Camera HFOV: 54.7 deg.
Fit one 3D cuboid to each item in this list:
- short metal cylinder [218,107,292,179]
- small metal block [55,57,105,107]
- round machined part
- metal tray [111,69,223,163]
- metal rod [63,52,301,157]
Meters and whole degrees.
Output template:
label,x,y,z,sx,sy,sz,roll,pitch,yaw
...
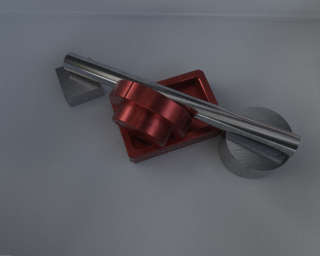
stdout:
label,x,y,z,sx,sy,sz,roll,pitch,yaw
short metal cylinder,0.118,0.020,0.389,0.081,0.050,0.080,0,70,0
small metal block,-0.111,-0.064,0.430,0.050,0.025,0.050,-21,72,-8
round machined part,-0.016,-0.012,0.360,0.098,0.098,0.042,26,80,9
metal tray,0.010,-0.017,0.411,0.131,0.030,0.090,-18,71,-7
metal rod,0.015,-0.035,0.377,0.301,0.025,0.025,22,71,14
